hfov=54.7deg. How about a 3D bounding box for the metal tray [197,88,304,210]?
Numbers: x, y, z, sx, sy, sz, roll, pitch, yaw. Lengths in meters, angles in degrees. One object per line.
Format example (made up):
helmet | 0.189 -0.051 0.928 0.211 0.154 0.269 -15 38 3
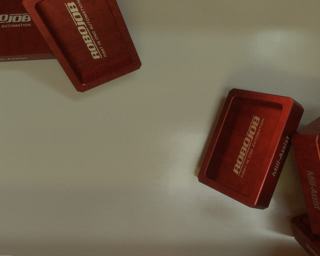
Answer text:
metal tray | 0.107 0.021 0.380 0.030 0.090 0.129 21 90 -41

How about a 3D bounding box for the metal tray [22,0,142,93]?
metal tray | -0.086 -0.113 0.367 0.090 0.030 0.130 -23 134 0

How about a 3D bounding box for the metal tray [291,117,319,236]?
metal tray | 0.207 0.054 0.370 0.091 0.030 0.129 -25 103 -32

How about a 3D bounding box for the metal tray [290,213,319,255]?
metal tray | 0.225 0.135 0.358 0.090 0.130 0.030 -17 101 0

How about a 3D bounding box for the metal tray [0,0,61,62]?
metal tray | -0.202 -0.135 0.407 0.131 0.030 0.089 -3 90 0
